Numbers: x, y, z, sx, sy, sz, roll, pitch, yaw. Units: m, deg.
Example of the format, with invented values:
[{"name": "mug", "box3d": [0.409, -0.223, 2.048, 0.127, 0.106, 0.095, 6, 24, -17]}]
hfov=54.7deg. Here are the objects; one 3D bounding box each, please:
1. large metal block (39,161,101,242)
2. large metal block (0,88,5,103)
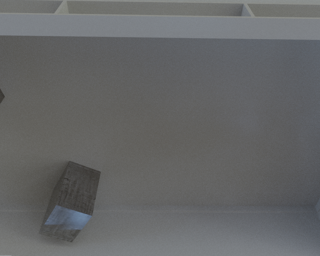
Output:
[{"name": "large metal block", "box3d": [-0.134, 0.111, 0.466, 0.050, 0.080, 0.080, 24, 126, -19]}, {"name": "large metal block", "box3d": [-0.241, -0.049, 0.349, 0.080, 0.050, 0.080, -7, 130, 5]}]
